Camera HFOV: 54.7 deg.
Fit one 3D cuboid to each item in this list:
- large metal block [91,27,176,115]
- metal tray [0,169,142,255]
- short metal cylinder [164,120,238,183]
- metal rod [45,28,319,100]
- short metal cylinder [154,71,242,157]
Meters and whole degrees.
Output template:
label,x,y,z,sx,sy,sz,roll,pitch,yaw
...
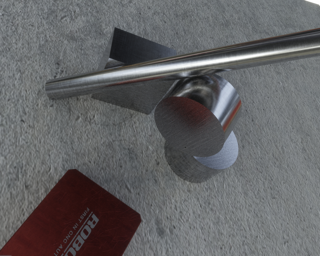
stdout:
label,x,y,z,sx,sy,sz,roll,pitch,yaw
large metal block,-0.034,-0.068,0.392,0.081,0.080,0.050,16,55,-19
metal tray,-0.087,0.113,0.285,0.090,0.030,0.130,37,51,-4
short metal cylinder,0.053,0.025,0.401,0.081,0.050,0.080,14,56,-21
metal rod,0.014,-0.062,0.321,0.301,0.025,0.025,-7,55,18
short metal cylinder,0.041,-0.015,0.336,0.080,0.080,0.050,40,52,-2
